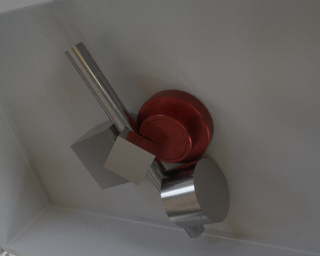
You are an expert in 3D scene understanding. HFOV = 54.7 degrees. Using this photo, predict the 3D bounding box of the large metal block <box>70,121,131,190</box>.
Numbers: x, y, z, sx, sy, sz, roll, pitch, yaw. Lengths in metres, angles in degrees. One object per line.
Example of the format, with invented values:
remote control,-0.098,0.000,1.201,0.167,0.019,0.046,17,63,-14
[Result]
large metal block,-0.065,0.034,0.441,0.080,0.050,0.080,-22,107,36

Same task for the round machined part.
round machined part,0.014,0.005,0.389,0.098,0.042,0.097,13,124,20

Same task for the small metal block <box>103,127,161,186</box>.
small metal block,-0.035,0.035,0.383,0.050,0.025,0.050,29,117,1

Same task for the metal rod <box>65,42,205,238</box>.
metal rod,-0.026,0.026,0.408,0.025,0.025,0.299,-23,107,36

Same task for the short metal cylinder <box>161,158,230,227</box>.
short metal cylinder,0.046,0.083,0.397,0.050,0.080,0.080,-22,107,36
